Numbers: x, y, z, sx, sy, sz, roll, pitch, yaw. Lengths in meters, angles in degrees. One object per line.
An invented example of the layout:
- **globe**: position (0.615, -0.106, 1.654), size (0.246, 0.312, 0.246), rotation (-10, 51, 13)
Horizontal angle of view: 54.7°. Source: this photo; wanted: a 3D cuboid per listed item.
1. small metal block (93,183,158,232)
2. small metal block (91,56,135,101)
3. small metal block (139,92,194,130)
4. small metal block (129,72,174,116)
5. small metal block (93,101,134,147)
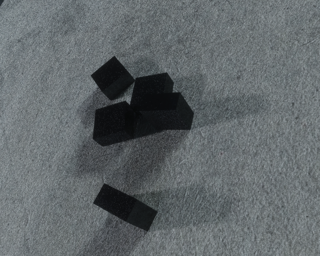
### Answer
- **small metal block**: position (-0.038, 0.091, 0.352), size (0.050, 0.050, 0.025), rotation (17, 71, 34)
- **small metal block**: position (-0.075, -0.080, 0.492), size (0.050, 0.025, 0.050), rotation (-40, 51, 1)
- **small metal block**: position (0.010, -0.020, 0.395), size (0.050, 0.050, 0.025), rotation (0, 62, 28)
- **small metal block**: position (-0.011, -0.048, 0.439), size (0.050, 0.025, 0.050), rotation (-5, 59, 25)
- **small metal block**: position (-0.066, -0.006, 0.442), size (0.050, 0.025, 0.050), rotation (-15, 56, 19)
